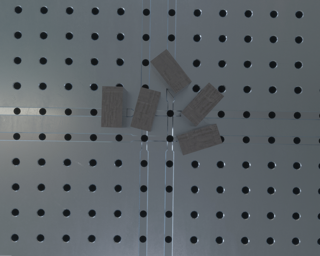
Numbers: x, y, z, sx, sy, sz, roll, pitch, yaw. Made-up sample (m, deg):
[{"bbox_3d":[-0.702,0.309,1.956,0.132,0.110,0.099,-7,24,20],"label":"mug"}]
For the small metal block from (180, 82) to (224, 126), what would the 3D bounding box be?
[{"bbox_3d":[0.052,-0.029,0.401,0.025,0.050,0.050,43,90,0],"label":"small metal block"}]

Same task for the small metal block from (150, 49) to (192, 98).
[{"bbox_3d":[0.014,-0.069,0.401,0.025,0.050,0.050,-38,90,0],"label":"small metal block"}]

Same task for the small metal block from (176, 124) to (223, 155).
[{"bbox_3d":[0.048,0.014,0.401,0.050,0.050,0.025,-17,90,0],"label":"small metal block"}]

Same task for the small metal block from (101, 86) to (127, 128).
[{"bbox_3d":[-0.058,-0.026,0.401,0.025,0.050,0.050,2,90,0],"label":"small metal block"}]

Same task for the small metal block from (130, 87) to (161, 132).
[{"bbox_3d":[-0.017,-0.023,0.401,0.025,0.050,0.050,15,90,0],"label":"small metal block"}]
